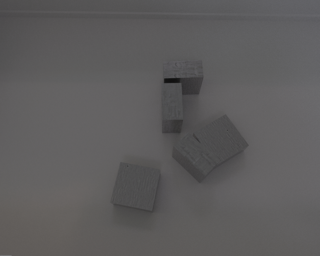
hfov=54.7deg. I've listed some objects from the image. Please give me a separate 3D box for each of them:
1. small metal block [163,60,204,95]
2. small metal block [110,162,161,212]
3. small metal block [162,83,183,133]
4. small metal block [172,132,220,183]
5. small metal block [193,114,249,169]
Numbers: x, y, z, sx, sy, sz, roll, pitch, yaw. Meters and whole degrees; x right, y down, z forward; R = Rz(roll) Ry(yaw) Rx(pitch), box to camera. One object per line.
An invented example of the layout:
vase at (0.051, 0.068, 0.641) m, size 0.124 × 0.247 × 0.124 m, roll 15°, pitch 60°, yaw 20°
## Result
small metal block at (0.030, -0.067, 0.421) m, size 0.050 × 0.050 × 0.025 m, roll -2°, pitch 70°, yaw -1°
small metal block at (-0.029, 0.073, 0.382) m, size 0.050 × 0.025 × 0.050 m, roll 11°, pitch 70°, yaw 4°
small metal block at (0.015, -0.025, 0.405) m, size 0.025 × 0.050 × 0.050 m, roll -1°, pitch 70°, yaw 0°
small metal block at (0.042, 0.038, 0.383) m, size 0.025 × 0.050 × 0.050 m, roll -43°, pitch 76°, yaw -14°
small metal block at (0.077, 0.018, 0.403) m, size 0.050 × 0.025 × 0.050 m, roll -30°, pitch 73°, yaw -10°
